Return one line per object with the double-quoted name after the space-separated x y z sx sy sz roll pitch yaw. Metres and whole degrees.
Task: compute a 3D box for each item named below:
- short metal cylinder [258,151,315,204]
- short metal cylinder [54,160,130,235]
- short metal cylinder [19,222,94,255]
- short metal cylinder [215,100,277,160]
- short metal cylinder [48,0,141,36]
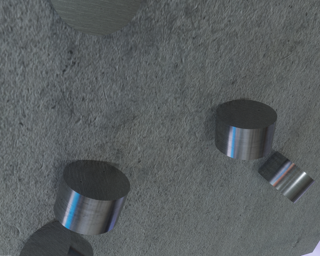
0.221 0.086 0.545 0.080 0.080 0.050 34 99 -39 "short metal cylinder"
-0.082 0.082 0.377 0.081 0.080 0.050 7 115 -32 "short metal cylinder"
-0.135 0.171 0.403 0.080 0.080 0.050 -36 129 -4 "short metal cylinder"
0.119 0.001 0.436 0.081 0.080 0.050 -16 125 -19 "short metal cylinder"
-0.062 -0.129 0.277 0.081 0.050 0.079 -14 124 -21 "short metal cylinder"
